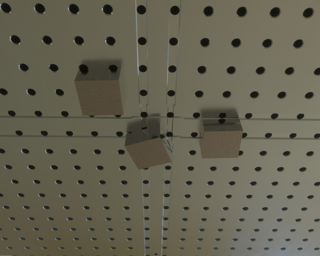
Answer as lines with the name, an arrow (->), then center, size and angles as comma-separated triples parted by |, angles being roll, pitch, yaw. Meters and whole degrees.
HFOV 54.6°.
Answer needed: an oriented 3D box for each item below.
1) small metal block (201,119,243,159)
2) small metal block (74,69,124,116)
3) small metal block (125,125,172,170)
small metal block -> 0.083, 0.015, 0.425 | 0.050, 0.025, 0.050 | -1, 130, 1
small metal block -> -0.071, -0.043, 0.375 | 0.050, 0.025, 0.050 | -1, 130, 1
small metal block -> -0.015, 0.028, 0.435 | 0.050, 0.025, 0.050 | -15, 129, 12
